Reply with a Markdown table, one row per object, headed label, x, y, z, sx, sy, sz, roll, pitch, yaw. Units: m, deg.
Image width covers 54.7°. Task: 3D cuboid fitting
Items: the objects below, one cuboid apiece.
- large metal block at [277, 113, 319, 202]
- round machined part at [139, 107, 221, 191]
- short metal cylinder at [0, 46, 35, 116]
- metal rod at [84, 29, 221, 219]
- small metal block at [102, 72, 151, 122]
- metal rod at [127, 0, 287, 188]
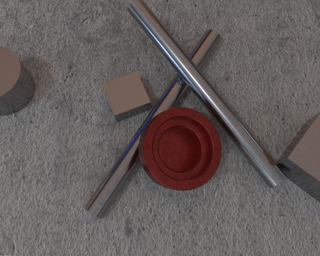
| label | x | y | z | sx | sy | sz | roll | pitch | yaw |
| --- | --- | --- | --- | --- | --- | --- | --- | --- | --- |
| large metal block | 0.204 | 0.039 | 0.383 | 0.080 | 0.050 | 0.080 | 39 | 74 | 12 |
| round machined part | 0.021 | 0.026 | 0.379 | 0.099 | 0.042 | 0.097 | 3 | 80 | -18 |
| short metal cylinder | -0.217 | -0.062 | 0.415 | 0.081 | 0.050 | 0.080 | 0 | 70 | 0 |
| metal rod | -0.001 | -0.017 | 0.414 | 0.025 | 0.025 | 0.300 | 31 | 72 | 10 |
| small metal block | -0.045 | -0.043 | 0.423 | 0.050 | 0.025 | 0.050 | -21 | 72 | -8 |
| metal rod | 0.056 | -0.051 | 0.404 | 0.025 | 0.025 | 0.299 | -36 | 83 | -12 |
